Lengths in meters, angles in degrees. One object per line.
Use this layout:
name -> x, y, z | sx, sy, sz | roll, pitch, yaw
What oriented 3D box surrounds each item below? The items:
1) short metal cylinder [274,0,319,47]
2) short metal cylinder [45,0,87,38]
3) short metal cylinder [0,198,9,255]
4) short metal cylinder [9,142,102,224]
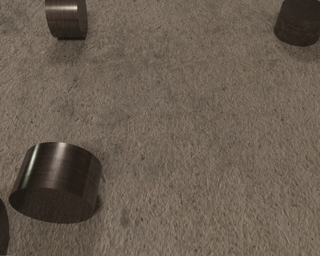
short metal cylinder -> 0.250, -0.189, 0.549 | 0.081, 0.050, 0.080 | 0, 50, 0
short metal cylinder -> -0.158, -0.196, 0.530 | 0.050, 0.080, 0.080 | -1, 50, -1
short metal cylinder -> -0.179, 0.102, 0.279 | 0.050, 0.080, 0.080 | -4, 50, -4
short metal cylinder -> -0.104, 0.058, 0.317 | 0.081, 0.080, 0.050 | 2, 50, 1
